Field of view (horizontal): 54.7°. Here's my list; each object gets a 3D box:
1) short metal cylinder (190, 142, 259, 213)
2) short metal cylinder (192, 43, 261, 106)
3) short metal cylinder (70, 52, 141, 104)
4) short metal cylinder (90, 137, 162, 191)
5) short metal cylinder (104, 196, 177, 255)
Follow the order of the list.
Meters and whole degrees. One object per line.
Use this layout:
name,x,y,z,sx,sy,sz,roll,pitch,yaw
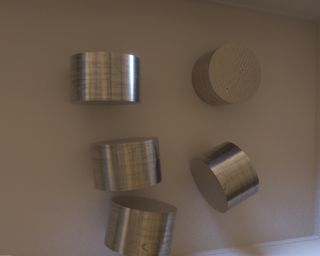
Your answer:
short metal cylinder,0.084,0.065,0.412,0.050,0.080,0.080,-25,99,-18
short metal cylinder,0.091,-0.072,0.431,0.081,0.050,0.080,0,90,-20
short metal cylinder,-0.062,-0.054,0.358,0.081,0.080,0.050,-1,90,-20
short metal cylinder,-0.040,0.040,0.367,0.081,0.080,0.050,-6,92,-20
short metal cylinder,-0.023,0.116,0.373,0.081,0.080,0.050,10,87,-20
